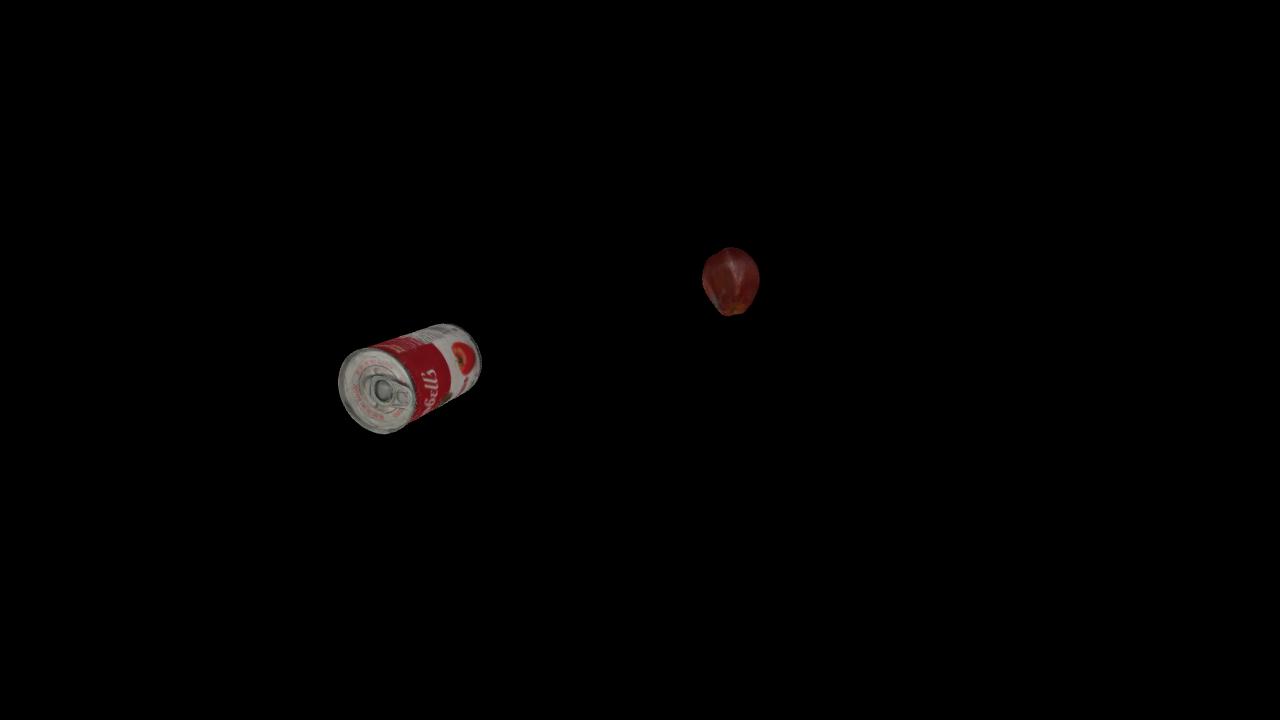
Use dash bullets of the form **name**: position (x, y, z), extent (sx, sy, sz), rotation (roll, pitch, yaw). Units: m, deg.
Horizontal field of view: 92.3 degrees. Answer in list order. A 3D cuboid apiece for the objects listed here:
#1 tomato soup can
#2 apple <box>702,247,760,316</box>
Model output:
- **tomato soup can**: position (-0.183, 0.011, 0.503), extent (0.068, 0.068, 0.101), rotation (0, 14, 16)
- **apple**: position (0.126, -0.108, 0.848), extent (0.079, 0.093, 0.079), rotation (-5, -27, -2)
